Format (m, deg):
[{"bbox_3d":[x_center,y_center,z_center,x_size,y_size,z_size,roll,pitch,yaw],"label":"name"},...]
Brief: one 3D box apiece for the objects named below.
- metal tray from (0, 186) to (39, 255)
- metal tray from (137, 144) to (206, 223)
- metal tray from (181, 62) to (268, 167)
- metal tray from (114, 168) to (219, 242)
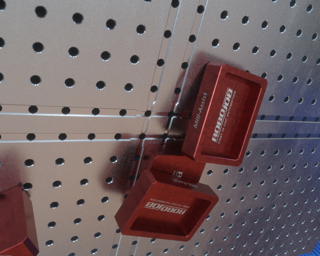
[{"bbox_3d":[-0.205,0.126,0.334,0.131,0.090,0.030,-24,127,-14],"label":"metal tray"},{"bbox_3d":[0.010,0.088,0.467,0.091,0.030,0.129,2,117,-30],"label":"metal tray"},{"bbox_3d":[0.089,-0.016,0.426,0.091,0.030,0.129,11,99,-33],"label":"metal tray"},{"bbox_3d":[0.013,0.115,0.445,0.131,0.030,0.090,22,107,-36],"label":"metal tray"}]
